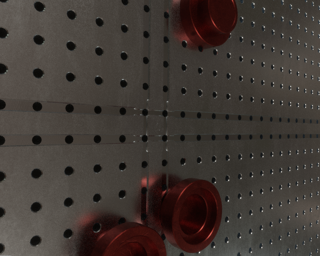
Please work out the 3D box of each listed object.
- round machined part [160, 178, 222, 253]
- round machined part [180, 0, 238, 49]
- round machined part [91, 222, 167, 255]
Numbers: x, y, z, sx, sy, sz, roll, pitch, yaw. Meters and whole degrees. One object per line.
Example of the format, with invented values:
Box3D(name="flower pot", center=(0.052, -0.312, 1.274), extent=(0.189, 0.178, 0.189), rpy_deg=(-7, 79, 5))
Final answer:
Box3D(name="round machined part", center=(0.040, 0.119, 0.434), extent=(0.099, 0.042, 0.097), rpy_deg=(0, 90, -40))
Box3D(name="round machined part", center=(0.080, -0.173, 0.467), extent=(0.099, 0.042, 0.097), rpy_deg=(0, 90, -40))
Box3D(name="round machined part", center=(-0.043, 0.160, 0.365), extent=(0.099, 0.042, 0.097), rpy_deg=(0, 90, -40))
